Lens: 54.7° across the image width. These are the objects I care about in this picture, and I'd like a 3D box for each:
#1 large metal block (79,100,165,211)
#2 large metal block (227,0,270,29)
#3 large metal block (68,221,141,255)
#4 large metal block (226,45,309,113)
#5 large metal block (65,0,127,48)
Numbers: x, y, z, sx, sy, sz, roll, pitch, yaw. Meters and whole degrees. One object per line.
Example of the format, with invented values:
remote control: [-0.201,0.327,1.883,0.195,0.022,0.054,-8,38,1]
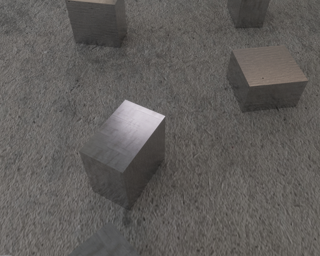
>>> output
large metal block: [-0.036,0.030,0.342,0.050,0.080,0.080,23,54,18]
large metal block: [0.163,-0.242,0.572,0.050,0.080,0.080,-3,50,-3]
large metal block: [-0.053,0.136,0.253,0.080,0.080,0.050,-36,59,-26]
large metal block: [0.150,-0.072,0.449,0.081,0.050,0.080,-6,50,-6]
large metal block: [-0.104,-0.188,0.524,0.080,0.080,0.050,8,51,6]
